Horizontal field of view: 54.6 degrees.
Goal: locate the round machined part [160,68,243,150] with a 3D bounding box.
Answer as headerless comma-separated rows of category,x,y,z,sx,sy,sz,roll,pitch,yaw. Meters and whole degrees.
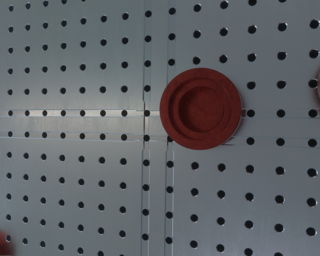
round machined part,0.053,-0.023,0.385,0.098,0.042,0.097,0,90,20

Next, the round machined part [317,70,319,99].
round machined part,0.220,-0.048,0.326,0.098,0.042,0.097,0,90,20

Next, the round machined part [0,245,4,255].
round machined part,-0.314,0.225,0.516,0.098,0.042,0.097,0,90,20
